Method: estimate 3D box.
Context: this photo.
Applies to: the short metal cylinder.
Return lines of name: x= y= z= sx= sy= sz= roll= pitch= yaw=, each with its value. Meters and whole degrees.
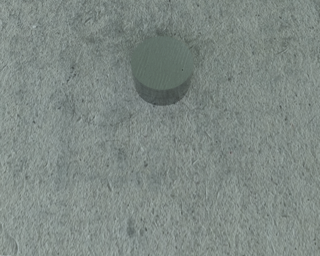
short metal cylinder: x=0.003 y=-0.077 z=0.423 sx=0.080 sy=0.050 sz=0.080 roll=0 pitch=70 yaw=0
